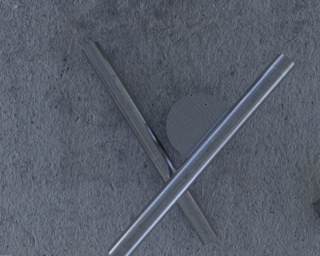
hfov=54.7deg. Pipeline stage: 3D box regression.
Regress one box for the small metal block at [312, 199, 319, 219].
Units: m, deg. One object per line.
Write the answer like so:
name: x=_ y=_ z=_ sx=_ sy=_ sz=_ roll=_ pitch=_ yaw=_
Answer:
small metal block: x=0.242 y=0.114 z=0.412 sx=0.050 sy=0.025 sz=0.050 roll=-27 pitch=90 yaw=0

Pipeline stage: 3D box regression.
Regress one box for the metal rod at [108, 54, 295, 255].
metal rod: x=0.048 y=0.035 z=0.360 sx=0.025 sy=0.025 sz=0.300 roll=41 pitch=90 yaw=0

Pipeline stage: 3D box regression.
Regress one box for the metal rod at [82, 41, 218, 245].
metal rod: x=-0.013 y=0.020 z=0.409 sx=0.025 sy=0.025 sz=0.299 roll=-32 pitch=90 yaw=0

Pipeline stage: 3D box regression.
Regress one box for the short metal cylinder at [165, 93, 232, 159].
short metal cylinder: x=0.047 y=-0.003 z=0.398 sx=0.081 sy=0.050 sz=0.079 roll=0 pitch=90 yaw=0
